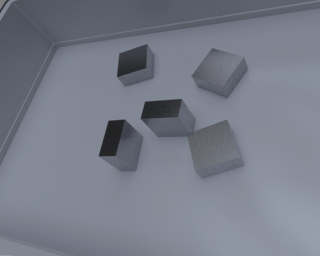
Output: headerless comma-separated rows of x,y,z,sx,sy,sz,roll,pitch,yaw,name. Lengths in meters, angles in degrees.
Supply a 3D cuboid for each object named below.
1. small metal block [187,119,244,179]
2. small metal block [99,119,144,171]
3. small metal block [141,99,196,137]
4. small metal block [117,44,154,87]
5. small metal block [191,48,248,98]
0.063,0.025,0.357,0.050,0.025,0.050,-21,54,16,small metal block
-0.049,0.024,0.401,0.025,0.050,0.050,-4,60,26,small metal block
0.012,-0.011,0.390,0.050,0.050,0.025,-2,61,27,small metal block
-0.037,-0.098,0.486,0.050,0.025,0.050,-13,56,21,small metal block
0.079,-0.073,0.409,0.050,0.025,0.050,28,77,37,small metal block
